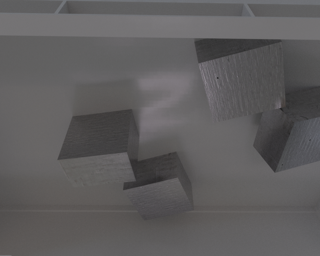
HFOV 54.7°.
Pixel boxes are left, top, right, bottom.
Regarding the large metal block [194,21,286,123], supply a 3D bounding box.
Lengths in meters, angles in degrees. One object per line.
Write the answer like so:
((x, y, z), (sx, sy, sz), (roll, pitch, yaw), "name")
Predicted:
((0.088, -0.060, 0.343), (0.080, 0.050, 0.080), (-13, 129, 11), "large metal block")

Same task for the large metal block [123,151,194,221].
((0.000, 0.089, 0.469), (0.080, 0.050, 0.080), (-15, 129, 12), "large metal block")

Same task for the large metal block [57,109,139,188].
((-0.073, 0.024, 0.393), (0.080, 0.080, 0.050), (-7, 130, 5), "large metal block")

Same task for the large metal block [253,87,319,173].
((0.171, 0.001, 0.380), (0.081, 0.050, 0.079), (-12, 132, -15), "large metal block")
